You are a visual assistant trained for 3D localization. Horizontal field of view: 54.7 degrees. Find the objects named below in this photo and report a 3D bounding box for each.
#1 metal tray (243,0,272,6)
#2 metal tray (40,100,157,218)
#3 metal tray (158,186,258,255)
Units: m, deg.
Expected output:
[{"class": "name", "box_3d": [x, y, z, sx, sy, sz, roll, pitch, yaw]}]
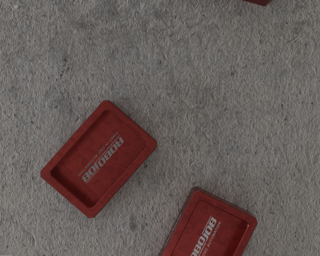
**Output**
[{"class": "metal tray", "box_3d": [0.097, -0.225, 0.408, 0.131, 0.030, 0.090, 15, 90, 0]}, {"class": "metal tray", "box_3d": [-0.078, 0.039, 0.406, 0.090, 0.030, 0.130, 41, 90, 0]}, {"class": "metal tray", "box_3d": [0.057, 0.155, 0.407, 0.090, 0.030, 0.130, 26, 90, 0]}]
